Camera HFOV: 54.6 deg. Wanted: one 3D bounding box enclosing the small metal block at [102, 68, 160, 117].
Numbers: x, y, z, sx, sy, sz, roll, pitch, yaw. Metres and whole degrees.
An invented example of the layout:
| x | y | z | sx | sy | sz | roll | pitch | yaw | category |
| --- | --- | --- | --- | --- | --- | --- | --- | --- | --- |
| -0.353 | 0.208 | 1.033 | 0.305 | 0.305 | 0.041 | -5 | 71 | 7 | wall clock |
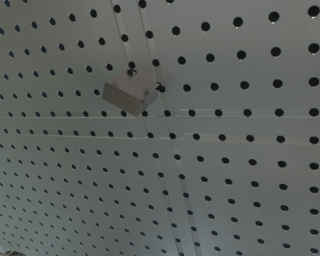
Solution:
| x | y | z | sx | sy | sz | roll | pitch | yaw | category |
| --- | --- | --- | --- | --- | --- | --- | --- | --- | --- |
| -0.035 | -0.045 | 0.386 | 0.050 | 0.050 | 0.025 | 28 | 128 | 11 | small metal block |
